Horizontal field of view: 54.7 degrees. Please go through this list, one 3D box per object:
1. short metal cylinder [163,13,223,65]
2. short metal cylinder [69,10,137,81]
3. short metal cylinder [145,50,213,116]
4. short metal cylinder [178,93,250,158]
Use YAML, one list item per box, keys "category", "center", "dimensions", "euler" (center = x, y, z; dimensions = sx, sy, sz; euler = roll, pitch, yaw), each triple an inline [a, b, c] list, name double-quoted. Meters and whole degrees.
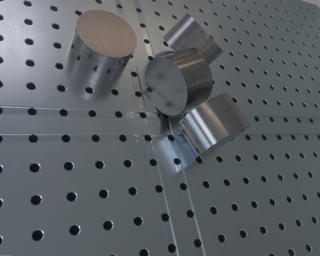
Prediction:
- category: "short metal cylinder"
  center: [0.051, -0.128, 0.473]
  dimensions: [0.080, 0.050, 0.080]
  euler: [43, 17, -16]
- category: "short metal cylinder"
  center: [-0.077, -0.111, 0.418]
  dimensions: [0.081, 0.050, 0.080]
  euler: [14, 56, -21]
- category: "short metal cylinder"
  center: [0.025, -0.063, 0.424]
  dimensions: [0.050, 0.080, 0.080]
  euler: [-26, 76, -37]
- category: "short metal cylinder"
  center: [0.071, -0.003, 0.412]
  dimensions: [0.081, 0.080, 0.050]
  euler: [-21, 73, -36]
